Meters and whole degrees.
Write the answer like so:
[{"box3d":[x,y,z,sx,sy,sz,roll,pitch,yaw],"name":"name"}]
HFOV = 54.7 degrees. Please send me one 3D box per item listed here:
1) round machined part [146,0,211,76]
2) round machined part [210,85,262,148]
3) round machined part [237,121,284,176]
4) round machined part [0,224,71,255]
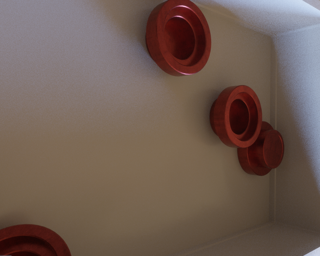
[{"box3d":[0.020,-0.117,0.412,0.099,0.042,0.097,0,90,-40],"name":"round machined part"},{"box3d":[0.117,-0.018,0.493,0.099,0.042,0.097,0,90,-40],"name":"round machined part"},{"box3d":[0.184,0.036,0.550,0.099,0.042,0.097,0,90,-40],"name":"round machined part"},{"box3d":[-0.124,0.138,0.268,0.099,0.098,0.042,-36,148,-34],"name":"round machined part"}]
